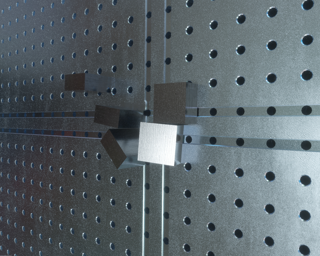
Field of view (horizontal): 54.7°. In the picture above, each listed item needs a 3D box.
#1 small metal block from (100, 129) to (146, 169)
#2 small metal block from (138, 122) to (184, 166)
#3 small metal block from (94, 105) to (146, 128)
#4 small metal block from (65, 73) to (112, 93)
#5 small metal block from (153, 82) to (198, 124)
[{"bbox_3d":[-0.046,0.027,0.429,0.025,0.050,0.050,-52,60,28],"label":"small metal block"},{"bbox_3d":[0.001,0.019,0.398,0.050,0.025,0.050,6,94,23],"label":"small metal block"},{"bbox_3d":[-0.056,-0.016,0.437,0.050,0.050,0.025,12,98,39],"label":"small metal block"},{"bbox_3d":[-0.112,-0.069,0.483,0.050,0.050,0.025,4,93,39],"label":"small metal block"},{"bbox_3d":[0.019,-0.031,0.392,0.050,0.025,0.050,3,92,39],"label":"small metal block"}]
